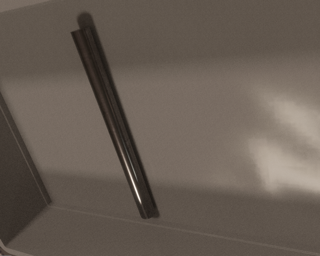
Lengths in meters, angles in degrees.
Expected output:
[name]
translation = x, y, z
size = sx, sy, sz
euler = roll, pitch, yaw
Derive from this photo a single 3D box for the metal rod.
[metal rod]
translation = -0.059, 0.009, 0.443
size = 0.025, 0.025, 0.298
euler = -3, 117, 29
